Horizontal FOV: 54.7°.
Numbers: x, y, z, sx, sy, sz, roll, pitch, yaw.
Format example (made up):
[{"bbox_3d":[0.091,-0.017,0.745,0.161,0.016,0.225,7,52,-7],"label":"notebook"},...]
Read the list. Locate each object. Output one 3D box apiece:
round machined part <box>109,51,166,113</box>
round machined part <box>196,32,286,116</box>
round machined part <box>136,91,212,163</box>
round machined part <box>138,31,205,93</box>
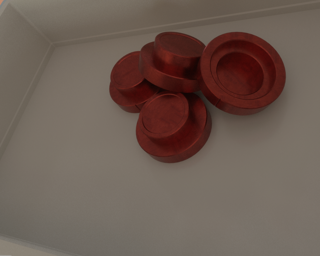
[{"bbox_3d":[-0.033,-0.074,0.456,0.098,0.042,0.098,-13,56,20],"label":"round machined part"},{"bbox_3d":[0.091,-0.060,0.364,0.099,0.042,0.098,2,71,-6],"label":"round machined part"},{"bbox_3d":[0.012,-0.009,0.392,0.098,0.042,0.098,-13,56,20],"label":"round machined part"},{"bbox_3d":[0.023,-0.091,0.404,0.099,0.042,0.098,9,40,-8],"label":"round machined part"}]
